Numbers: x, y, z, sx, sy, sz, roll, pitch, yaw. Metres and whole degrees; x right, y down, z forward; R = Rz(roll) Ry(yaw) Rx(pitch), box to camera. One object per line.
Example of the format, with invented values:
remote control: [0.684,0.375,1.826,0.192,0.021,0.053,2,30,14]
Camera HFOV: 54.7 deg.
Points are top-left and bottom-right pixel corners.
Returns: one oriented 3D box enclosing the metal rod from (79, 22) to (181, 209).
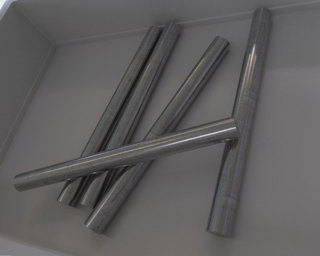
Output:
metal rod: [-0.035,-0.030,0.442,0.025,0.025,0.300,11,67,32]

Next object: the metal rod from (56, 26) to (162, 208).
metal rod: [-0.066,-0.029,0.457,0.025,0.025,0.300,12,68,33]

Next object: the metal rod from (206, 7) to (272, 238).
metal rod: [0.100,-0.025,0.368,0.025,0.025,0.300,4,63,30]

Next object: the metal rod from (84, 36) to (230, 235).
metal rod: [0.003,0.001,0.403,0.025,0.025,0.300,26,76,37]

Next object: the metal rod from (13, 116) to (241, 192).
metal rod: [-0.055,0.037,0.378,0.301,0.025,0.025,-16,56,19]
